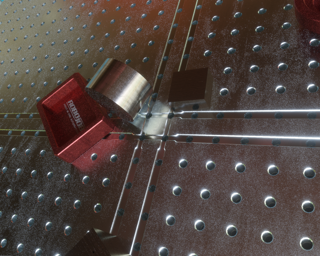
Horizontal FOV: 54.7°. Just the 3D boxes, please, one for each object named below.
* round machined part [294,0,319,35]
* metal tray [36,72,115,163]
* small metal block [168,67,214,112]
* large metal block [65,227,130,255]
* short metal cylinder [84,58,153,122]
[{"bbox_3d":[0.217,-0.150,0.375,0.098,0.042,0.098,-13,56,20],"label":"round machined part"},{"bbox_3d":[-0.136,-0.020,0.486,0.090,0.030,0.130,-38,51,2],"label":"metal tray"},{"bbox_3d":[0.042,-0.051,0.416,0.050,0.025,0.050,-3,60,26],"label":"small metal block"},{"bbox_3d":[-0.066,0.167,0.323,0.080,0.050,0.080,-46,51,-4],"label":"large metal block"},{"bbox_3d":[-0.057,-0.052,0.433,0.080,0.080,0.050,24,75,36],"label":"short metal cylinder"}]
